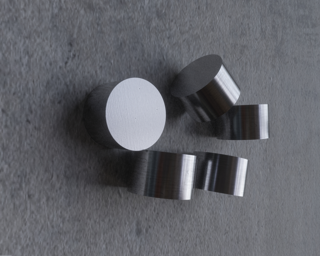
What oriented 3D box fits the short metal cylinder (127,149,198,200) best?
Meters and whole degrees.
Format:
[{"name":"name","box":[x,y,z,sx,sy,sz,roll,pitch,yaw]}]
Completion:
[{"name":"short metal cylinder","box":[0.003,0.054,0.374,0.081,0.080,0.050,11,83,-40]}]

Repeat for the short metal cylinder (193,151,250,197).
[{"name":"short metal cylinder","box":[0.083,0.065,0.441,0.081,0.080,0.050,17,80,-39]}]

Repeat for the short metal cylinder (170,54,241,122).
[{"name":"short metal cylinder","box":[0.061,-0.054,0.423,0.050,0.080,0.080,48,62,-30]}]

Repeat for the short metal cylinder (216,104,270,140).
[{"name":"short metal cylinder","box":[0.127,-0.010,0.478,0.081,0.080,0.050,-4,93,-40]}]

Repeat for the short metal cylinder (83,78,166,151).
[{"name":"short metal cylinder","box":[-0.040,-0.015,0.356,0.081,0.050,0.079,0,90,-40]}]
